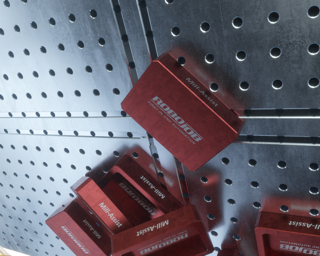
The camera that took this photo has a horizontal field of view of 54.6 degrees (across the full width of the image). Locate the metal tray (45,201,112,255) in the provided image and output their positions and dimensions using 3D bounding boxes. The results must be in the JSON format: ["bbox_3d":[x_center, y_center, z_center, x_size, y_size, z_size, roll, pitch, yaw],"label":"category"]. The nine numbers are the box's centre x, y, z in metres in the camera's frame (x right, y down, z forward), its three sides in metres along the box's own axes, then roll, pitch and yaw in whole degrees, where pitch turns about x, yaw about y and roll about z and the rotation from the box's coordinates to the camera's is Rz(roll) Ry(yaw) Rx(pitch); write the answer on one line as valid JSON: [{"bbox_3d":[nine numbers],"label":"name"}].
[{"bbox_3d":[-0.161,0.215,0.627,0.090,0.030,0.130,-34,100,38],"label":"metal tray"}]

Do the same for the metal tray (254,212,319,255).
[{"bbox_3d":[0.196,0.160,0.403,0.130,0.030,0.090,0,118,28],"label":"metal tray"}]

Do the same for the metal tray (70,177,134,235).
[{"bbox_3d":[-0.092,0.139,0.516,0.130,0.030,0.090,51,159,-8],"label":"metal tray"}]

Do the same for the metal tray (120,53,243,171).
[{"bbox_3d":[0.025,-0.016,0.385,0.130,0.030,0.090,42,129,-1],"label":"metal tray"}]

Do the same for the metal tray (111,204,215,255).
[{"bbox_3d":[0.006,0.171,0.455,0.130,0.030,0.090,-23,127,3],"label":"metal tray"}]

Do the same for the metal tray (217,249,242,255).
[{"bbox_3d":[0.120,0.262,0.467,0.030,0.090,0.130,-21,107,36],"label":"metal tray"}]

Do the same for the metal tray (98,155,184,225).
[{"bbox_3d":[-0.035,0.115,0.497,0.130,0.030,0.090,43,129,-2],"label":"metal tray"}]
